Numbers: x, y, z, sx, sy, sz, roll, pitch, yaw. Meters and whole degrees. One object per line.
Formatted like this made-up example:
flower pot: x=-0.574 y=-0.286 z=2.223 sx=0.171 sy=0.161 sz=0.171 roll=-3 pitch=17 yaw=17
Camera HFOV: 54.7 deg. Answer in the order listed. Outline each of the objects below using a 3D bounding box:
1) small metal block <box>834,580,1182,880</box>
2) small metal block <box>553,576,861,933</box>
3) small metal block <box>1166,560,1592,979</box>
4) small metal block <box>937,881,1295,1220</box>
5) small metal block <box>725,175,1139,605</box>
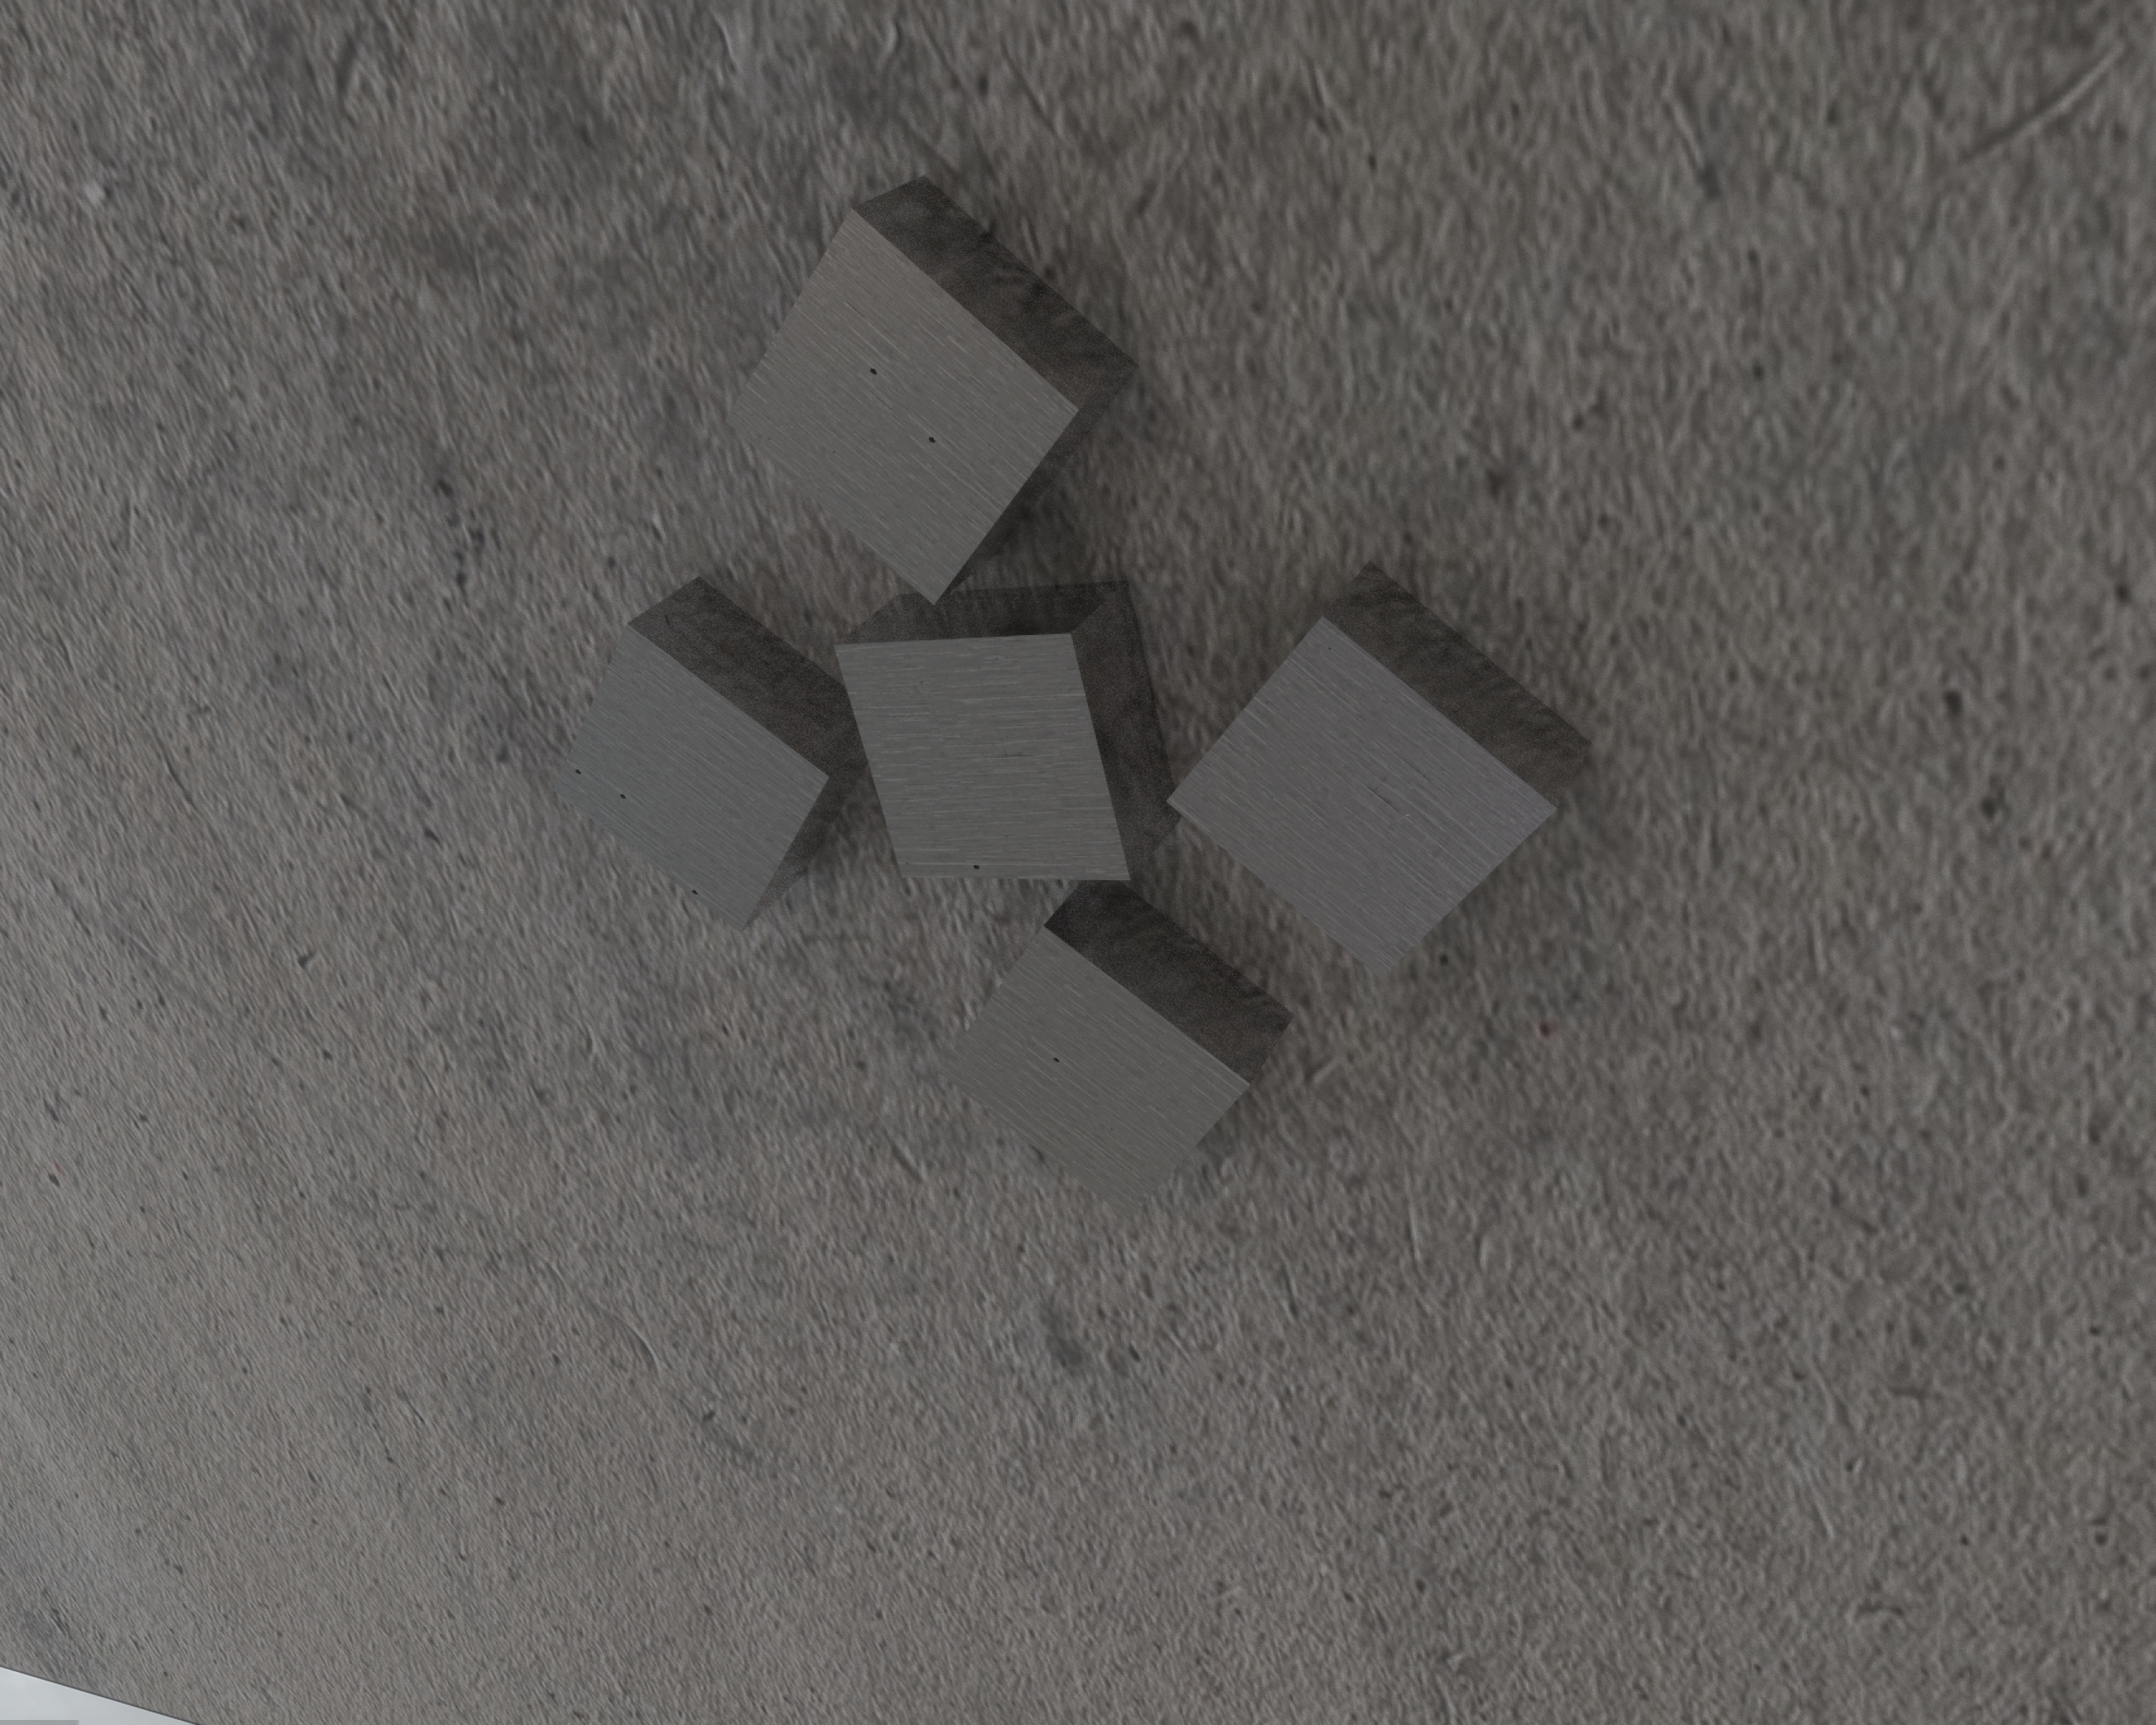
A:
small metal block: x=-0.013 y=-0.025 z=0.398 sx=0.050 sy=0.025 sz=0.050 roll=0 pitch=119 yaw=28
small metal block: x=-0.074 y=-0.022 z=0.432 sx=0.050 sy=0.025 sz=0.050 roll=37 pitch=129 yaw=3
small metal block: x=0.053 y=-0.016 z=0.369 sx=0.050 sy=0.025 sz=0.050 roll=40 pitch=129 yaw=1
small metal block: x=0.007 y=0.037 z=0.426 sx=0.050 sy=0.025 sz=0.050 roll=38 pitch=129 yaw=3
small metal block: x=-0.026 y=-0.083 z=0.369 sx=0.050 sy=0.025 sz=0.050 roll=42 pitch=129 yaw=-1
